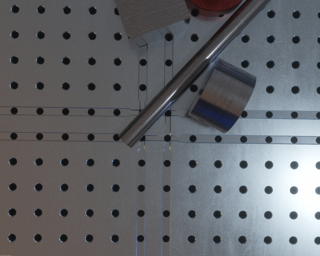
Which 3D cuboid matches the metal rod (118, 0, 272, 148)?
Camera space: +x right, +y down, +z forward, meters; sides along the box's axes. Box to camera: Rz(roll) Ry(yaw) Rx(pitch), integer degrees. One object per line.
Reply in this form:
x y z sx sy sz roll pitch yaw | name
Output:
0.056 -0.091 0.414 0.025 0.025 0.300 43 90 -1 | metal rod

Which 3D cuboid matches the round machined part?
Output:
0.072 -0.202 0.406 0.099 0.042 0.097 0 90 -1 | round machined part

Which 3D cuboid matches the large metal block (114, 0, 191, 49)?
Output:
-0.014 -0.159 0.401 0.080 0.050 0.080 -20 90 -1 | large metal block

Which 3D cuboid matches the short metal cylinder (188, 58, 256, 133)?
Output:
0.076 -0.040 0.387 0.050 0.080 0.080 27 90 0 | short metal cylinder
